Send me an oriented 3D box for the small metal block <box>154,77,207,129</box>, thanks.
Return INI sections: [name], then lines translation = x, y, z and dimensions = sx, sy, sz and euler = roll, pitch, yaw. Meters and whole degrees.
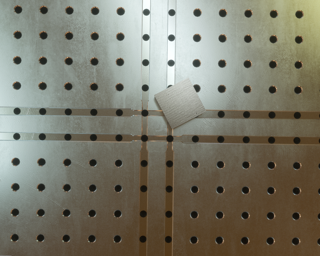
[small metal block]
translation = 0.026, -0.032, 0.414
dimensions = 0.050, 0.025, 0.050
euler = -28, 90, 0
